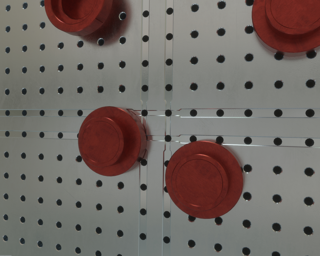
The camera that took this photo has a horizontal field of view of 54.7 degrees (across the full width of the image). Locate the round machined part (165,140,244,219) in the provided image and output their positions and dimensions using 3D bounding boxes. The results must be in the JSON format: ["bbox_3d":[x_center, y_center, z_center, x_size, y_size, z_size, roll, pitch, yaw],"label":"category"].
[{"bbox_3d":[0.053,0.064,0.385,0.098,0.042,0.097,0,90,19],"label":"round machined part"}]

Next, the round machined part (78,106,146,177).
[{"bbox_3d":[-0.072,0.019,0.428,0.098,0.042,0.097,0,90,19],"label":"round machined part"}]

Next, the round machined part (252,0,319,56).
[{"bbox_3d":[0.155,-0.134,0.349,0.098,0.042,0.097,0,90,19],"label":"round machined part"}]

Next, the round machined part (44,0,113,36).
[{"bbox_3d":[-0.111,-0.179,0.441,0.098,0.042,0.097,0,90,19],"label":"round machined part"}]
